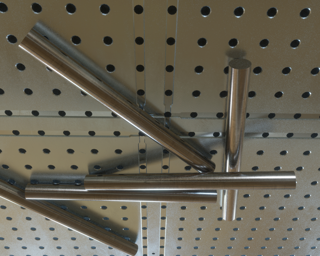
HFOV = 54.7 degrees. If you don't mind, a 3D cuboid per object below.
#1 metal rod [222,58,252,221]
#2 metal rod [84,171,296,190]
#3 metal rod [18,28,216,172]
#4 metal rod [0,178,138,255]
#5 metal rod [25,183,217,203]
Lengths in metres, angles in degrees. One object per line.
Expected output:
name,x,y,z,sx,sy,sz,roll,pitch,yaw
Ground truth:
metal rod,0.106,0.040,0.447,0.025,0.025,0.298,-5,130,3
metal rod,0.034,0.078,0.450,0.301,0.025,0.025,-3,131,13
metal rod,-0.034,-0.017,0.396,0.301,0.025,0.025,36,121,-27
metal rod,-0.158,0.164,0.549,0.025,0.025,0.301,-37,121,27
metal rod,-0.060,0.106,0.500,0.302,0.025,0.025,2,130,-3
